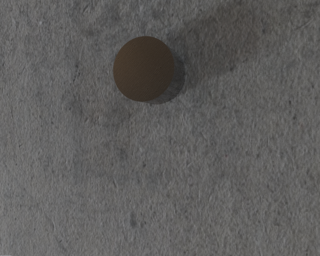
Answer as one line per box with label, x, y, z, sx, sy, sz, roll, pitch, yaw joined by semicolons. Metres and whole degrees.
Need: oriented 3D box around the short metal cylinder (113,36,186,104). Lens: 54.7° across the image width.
short metal cylinder;-0.013;-0.072;0.399;0.080;0.050;0.079;0;90;19
